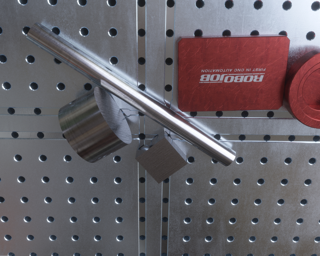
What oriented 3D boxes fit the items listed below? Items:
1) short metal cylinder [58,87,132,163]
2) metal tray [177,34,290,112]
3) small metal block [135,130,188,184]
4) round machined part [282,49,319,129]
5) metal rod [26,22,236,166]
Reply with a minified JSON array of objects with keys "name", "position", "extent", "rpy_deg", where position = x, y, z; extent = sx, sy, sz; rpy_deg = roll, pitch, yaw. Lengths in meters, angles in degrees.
[{"name":"short metal cylinder","position":[-0.078,-0.004,0.382],"extent":[0.050,0.080,0.080],"rpy_deg":[-29,108,10]},{"name":"metal tray","position":[0.087,-0.068,0.387],"extent":[0.131,0.030,0.089],"rpy_deg":[-1,110,0]},{"name":"small metal block","position":[0.002,0.040,0.428],"extent":[0.050,0.025,0.050],"rpy_deg":[-37,106,12]},{"name":"round machined part","position":[0.202,-0.051,0.388],"extent":[0.099,0.042,0.097],"rpy_deg":[0,110,-1]},{"name":"metal rod","position":[-0.027,-0.036,0.399],"extent":[0.301,0.025,0.025],"rpy_deg":[32,107,-12]}]
